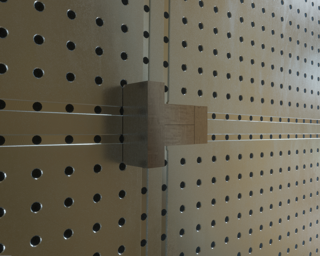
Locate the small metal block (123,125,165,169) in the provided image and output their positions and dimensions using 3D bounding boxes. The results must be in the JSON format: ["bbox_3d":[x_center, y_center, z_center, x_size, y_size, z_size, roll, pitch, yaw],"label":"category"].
[{"bbox_3d":[-0.020,0.021,0.377,0.025,0.050,0.050,0,90,-40],"label":"small metal block"}]

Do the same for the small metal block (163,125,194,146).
[{"bbox_3d":[0.009,0.009,0.401,0.050,0.050,0.025,0,91,-40],"label":"small metal block"}]

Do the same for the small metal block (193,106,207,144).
[{"bbox_3d":[0.038,-0.004,0.426,0.025,0.050,0.050,0,90,-40],"label":"small metal block"}]

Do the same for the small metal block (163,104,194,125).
[{"bbox_3d":[0.009,-0.017,0.401,0.050,0.050,0.025,0,91,-40],"label":"small metal block"}]

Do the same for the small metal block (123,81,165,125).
[{"bbox_3d":[-0.020,-0.029,0.377,0.025,0.050,0.050,0,90,-40],"label":"small metal block"}]
